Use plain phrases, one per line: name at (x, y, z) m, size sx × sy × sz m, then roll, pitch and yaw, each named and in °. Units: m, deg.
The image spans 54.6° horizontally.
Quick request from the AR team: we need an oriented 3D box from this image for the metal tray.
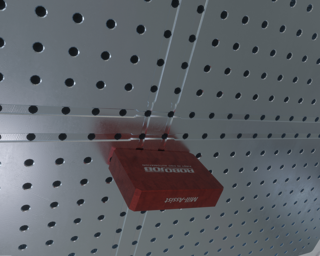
metal tray at (0.008, 0.066, 0.413) m, size 0.131 × 0.090 × 0.030 m, roll 6°, pitch 116°, yaw -31°
